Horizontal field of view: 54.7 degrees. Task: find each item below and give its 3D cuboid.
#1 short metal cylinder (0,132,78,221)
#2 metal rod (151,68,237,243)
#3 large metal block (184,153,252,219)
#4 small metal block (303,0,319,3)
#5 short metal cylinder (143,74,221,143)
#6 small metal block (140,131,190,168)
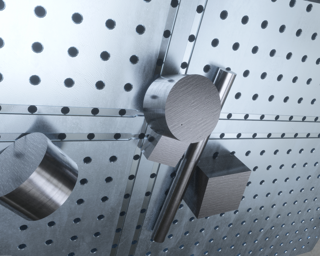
[{"bbox_3d":[-0.137,0.051,0.333,0.080,0.080,0.050,-38,129,-3],"label":"short metal cylinder"},{"bbox_3d":[0.044,0.054,0.468,0.025,0.025,0.298,6,116,-31],"label":"metal rod"},{"bbox_3d":[0.090,0.092,0.501,0.081,0.050,0.079,-5,121,-26],"label":"large metal block"},{"bbox_3d":[0.221,-0.182,0.403,0.050,0.050,0.025,-20,126,-17],"label":"small metal block"},{"bbox_3d":[0.027,-0.025,0.378,0.081,0.050,0.079,-6,101,-31],"label":"short metal cylinder"},{"bbox_3d":[0.009,0.023,0.430,0.050,0.025,0.050,21,107,-36],"label":"small metal block"}]
